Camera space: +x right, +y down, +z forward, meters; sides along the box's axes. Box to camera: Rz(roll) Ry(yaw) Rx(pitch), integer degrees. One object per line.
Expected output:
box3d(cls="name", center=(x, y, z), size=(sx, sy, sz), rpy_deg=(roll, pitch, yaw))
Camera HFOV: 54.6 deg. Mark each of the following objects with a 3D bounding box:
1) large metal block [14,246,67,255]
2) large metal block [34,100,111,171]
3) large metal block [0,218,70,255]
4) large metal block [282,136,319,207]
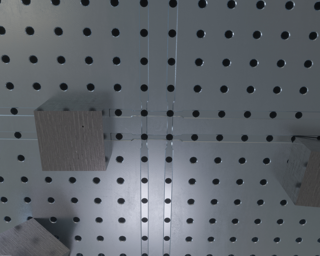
box3d(cls="large metal block", center=(-0.195, 0.243, 0.488), size=(0.080, 0.050, 0.079), rpy_deg=(14, 110, -5))
box3d(cls="large metal block", center=(-0.109, 0.009, 0.402), size=(0.080, 0.050, 0.079), rpy_deg=(0, 110, 0))
box3d(cls="large metal block", center=(-0.190, 0.184, 0.435), size=(0.080, 0.080, 0.050), rpy_deg=(32, 109, 19))
box3d(cls="large metal block", center=(0.224, 0.061, 0.424), size=(0.080, 0.050, 0.079), rpy_deg=(5, 110, -2))
